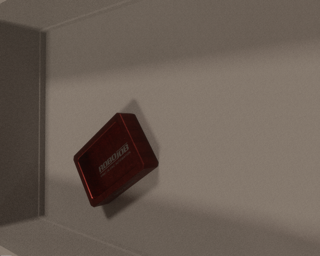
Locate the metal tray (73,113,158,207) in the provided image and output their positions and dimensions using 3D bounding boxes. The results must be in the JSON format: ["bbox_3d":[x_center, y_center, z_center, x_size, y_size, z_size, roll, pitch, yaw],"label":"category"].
[{"bbox_3d":[-0.071,0.049,0.459,0.129,0.030,0.090,-41,66,32],"label":"metal tray"}]
